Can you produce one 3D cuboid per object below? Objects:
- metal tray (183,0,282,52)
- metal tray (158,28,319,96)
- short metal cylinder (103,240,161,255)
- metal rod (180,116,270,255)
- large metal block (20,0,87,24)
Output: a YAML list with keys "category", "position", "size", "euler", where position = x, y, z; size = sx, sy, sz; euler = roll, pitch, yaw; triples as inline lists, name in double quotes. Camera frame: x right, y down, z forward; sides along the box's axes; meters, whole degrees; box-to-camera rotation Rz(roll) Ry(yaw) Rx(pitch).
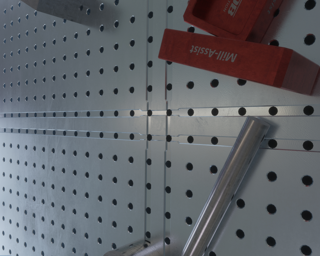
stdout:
- category: "metal tray"
  position: [0.090, -0.160, 0.331]
  size: [0.090, 0.030, 0.129]
  euler: [38, 113, 33]
- category: "metal tray"
  position: [0.075, -0.065, 0.305]
  size: [0.130, 0.091, 0.030]
  euler: [23, 105, 37]
- category: "short metal cylinder"
  position: [-0.039, 0.202, 0.425]
  size: [0.080, 0.050, 0.079]
  euler: [0, 90, 40]
- category: "metal rod"
  position: [0.051, 0.125, 0.367]
  size: [0.025, 0.025, 0.298]
  euler: [34, 111, 35]
- category: "large metal block"
  position: [-0.182, -0.223, 0.524]
  size: [0.080, 0.081, 0.050]
  euler: [37, 113, 34]
